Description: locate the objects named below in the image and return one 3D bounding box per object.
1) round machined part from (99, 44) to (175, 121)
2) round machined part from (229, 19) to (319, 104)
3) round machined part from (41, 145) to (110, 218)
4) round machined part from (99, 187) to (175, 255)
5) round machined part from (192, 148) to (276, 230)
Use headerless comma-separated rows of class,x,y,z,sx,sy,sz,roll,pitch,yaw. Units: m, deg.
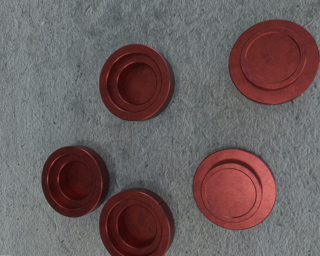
round machined part,-0.027,-0.057,0.409,0.098,0.042,0.097,0,90,20
round machined part,0.128,-0.076,0.354,0.098,0.042,0.097,0,90,20
round machined part,-0.115,0.073,0.440,0.098,0.042,0.097,0,90,20
round machined part,-0.027,0.127,0.409,0.098,0.042,0.097,0,90,20
round machined part,0.086,0.073,0.369,0.098,0.042,0.097,0,90,20
